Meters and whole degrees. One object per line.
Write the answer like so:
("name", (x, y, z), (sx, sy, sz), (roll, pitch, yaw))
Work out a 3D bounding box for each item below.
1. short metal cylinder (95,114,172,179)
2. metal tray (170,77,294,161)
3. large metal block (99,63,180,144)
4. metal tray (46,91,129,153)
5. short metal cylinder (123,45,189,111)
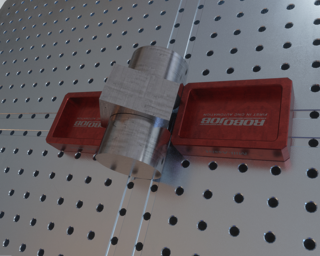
("short metal cylinder", (-0.031, 0.024, 0.374), (0.080, 0.080, 0.050), (2, 63, 29))
("metal tray", (0.085, -0.012, 0.367), (0.130, 0.030, 0.090), (1, 62, 28))
("large metal block", (-0.027, -0.027, 0.385), (0.080, 0.080, 0.050), (17, 66, -2))
("metal tray", (-0.099, -0.010, 0.463), (0.130, 0.030, 0.090), (1, 62, 28))
("short metal cylinder", (-0.006, -0.064, 0.415), (0.080, 0.080, 0.050), (1, 63, 29))
